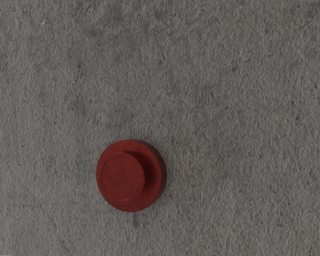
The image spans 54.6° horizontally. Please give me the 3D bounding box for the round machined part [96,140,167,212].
[{"bbox_3d":[-0.044,0.065,0.416,0.098,0.042,0.097,0,90,20],"label":"round machined part"}]
